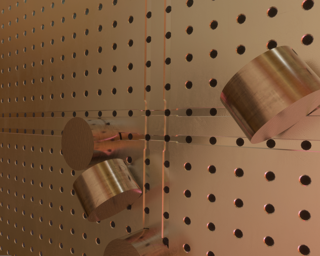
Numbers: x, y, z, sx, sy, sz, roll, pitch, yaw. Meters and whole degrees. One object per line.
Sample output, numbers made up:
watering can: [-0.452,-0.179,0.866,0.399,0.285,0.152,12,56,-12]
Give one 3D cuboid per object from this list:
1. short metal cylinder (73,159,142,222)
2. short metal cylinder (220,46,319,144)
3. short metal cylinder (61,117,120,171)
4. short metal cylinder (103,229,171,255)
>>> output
short metal cylinder: [-0.073,0.087,0.431,0.080,0.081,0.050,-48,62,29]
short metal cylinder: [0.104,-0.029,0.287,0.080,0.081,0.050,-45,64,30]
short metal cylinder: [-0.108,0.023,0.479,0.080,0.050,0.079,0,90,39]
short metal cylinder: [-0.031,0.183,0.416,0.080,0.050,0.079,0,90,39]
